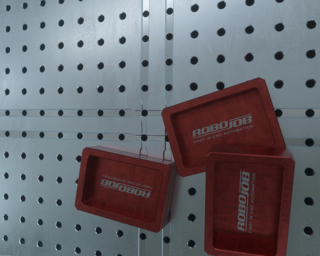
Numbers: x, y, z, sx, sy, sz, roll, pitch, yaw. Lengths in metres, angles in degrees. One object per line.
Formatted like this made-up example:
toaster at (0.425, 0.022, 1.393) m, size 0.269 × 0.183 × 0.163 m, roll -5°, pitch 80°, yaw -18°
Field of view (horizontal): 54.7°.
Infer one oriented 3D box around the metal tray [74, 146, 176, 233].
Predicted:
metal tray at (-0.049, 0.080, 0.425) m, size 0.130 × 0.030 × 0.089 m, roll 10°, pitch 93°, yaw 19°

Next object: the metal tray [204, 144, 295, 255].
metal tray at (0.099, 0.087, 0.354) m, size 0.090 × 0.030 × 0.129 m, roll 3°, pitch 105°, yaw 14°

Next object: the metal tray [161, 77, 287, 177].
metal tray at (0.076, 0.001, 0.382) m, size 0.130 × 0.030 × 0.090 m, roll -17°, pitch 84°, yaw 18°
